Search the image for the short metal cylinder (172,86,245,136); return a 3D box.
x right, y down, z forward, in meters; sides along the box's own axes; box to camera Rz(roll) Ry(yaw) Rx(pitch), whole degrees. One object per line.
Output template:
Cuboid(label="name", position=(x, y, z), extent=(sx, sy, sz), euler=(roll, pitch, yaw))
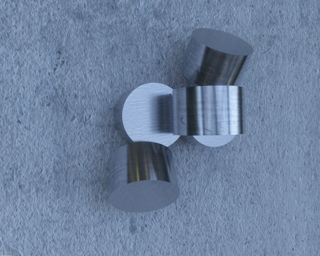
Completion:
Cuboid(label="short metal cylinder", position=(0.054, -0.018, 0.349), extent=(0.081, 0.080, 0.050), euler=(-2, 91, -20))

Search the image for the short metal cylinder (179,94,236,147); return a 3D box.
Cuboid(label="short metal cylinder", position=(0.062, -0.016, 0.420), extent=(0.081, 0.050, 0.079), euler=(0, 90, -21))

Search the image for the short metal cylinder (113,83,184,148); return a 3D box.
Cuboid(label="short metal cylinder", position=(-0.014, -0.014, 0.392), extent=(0.081, 0.050, 0.079), euler=(0, 90, -21))

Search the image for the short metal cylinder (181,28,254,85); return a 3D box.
Cuboid(label="short metal cylinder", position=(0.073, -0.090, 0.402), extent=(0.081, 0.080, 0.050), euler=(1, 128, -20))

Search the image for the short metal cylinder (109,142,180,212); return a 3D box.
Cuboid(label="short metal cylinder", position=(-0.020, 0.060, 0.367), extent=(0.081, 0.079, 0.050), euler=(8, 49, -20))
